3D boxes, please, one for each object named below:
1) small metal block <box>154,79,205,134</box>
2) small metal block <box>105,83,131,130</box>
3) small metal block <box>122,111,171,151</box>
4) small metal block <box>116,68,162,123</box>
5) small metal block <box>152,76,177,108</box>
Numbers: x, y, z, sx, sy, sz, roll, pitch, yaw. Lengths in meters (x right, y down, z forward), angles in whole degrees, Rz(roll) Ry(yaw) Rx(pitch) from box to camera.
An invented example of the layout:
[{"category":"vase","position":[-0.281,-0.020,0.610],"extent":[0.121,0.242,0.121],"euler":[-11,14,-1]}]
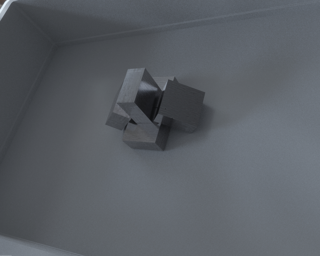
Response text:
[{"category":"small metal block","position":[0.025,-0.027,0.392],"extent":[0.050,0.025,0.050],"euler":[19,67,-7]},{"category":"small metal block","position":[-0.052,-0.030,0.432],"extent":[0.050,0.025,0.050],"euler":[139,150,-62]},{"category":"small metal block","position":[-0.016,0.001,0.411],"extent":[0.050,0.025,0.050],"euler":[3,63,29]},{"category":"small metal block","position":[-0.025,-0.040,0.392],"extent":[0.025,0.050,0.050],"euler":[1,62,28]},{"category":"small metal block","position":[-0.004,-0.044,0.431],"extent":[0.050,0.025,0.050],"euler":[3,63,29]}]
